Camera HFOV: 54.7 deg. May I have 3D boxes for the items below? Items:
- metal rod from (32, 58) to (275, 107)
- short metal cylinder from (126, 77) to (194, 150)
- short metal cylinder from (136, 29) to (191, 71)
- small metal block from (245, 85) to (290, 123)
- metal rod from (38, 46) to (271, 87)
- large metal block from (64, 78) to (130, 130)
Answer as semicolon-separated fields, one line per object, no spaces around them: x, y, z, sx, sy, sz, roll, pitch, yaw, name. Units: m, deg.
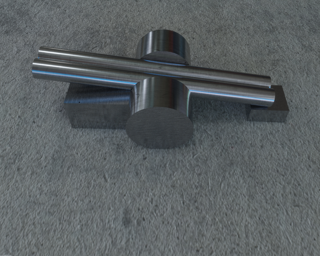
-0.004;-0.057;0.394;0.302;0.025;0.025;6;50;-5;metal rod
0.000;-0.017;0.383;0.080;0.080;0.050;1;50;1;short metal cylinder
0.004;-0.093;0.448;0.080;0.080;0.050;1;50;1;short metal cylinder
0.147;-0.035;0.435;0.050;0.025;0.050;2;50;2;small metal block
-0.003;-0.076;0.410;0.302;0.025;0.025;6;50;-5;metal rod
-0.077;-0.044;0.426;0.080;0.050;0.080;2;50;1;large metal block
